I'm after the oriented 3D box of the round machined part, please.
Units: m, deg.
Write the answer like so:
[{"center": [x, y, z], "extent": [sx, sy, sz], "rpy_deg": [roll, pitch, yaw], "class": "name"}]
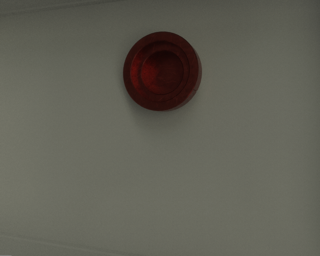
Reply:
[{"center": [0.006, -0.070, 0.399], "extent": [0.098, 0.042, 0.097], "rpy_deg": [0, 90, 19], "class": "round machined part"}]
